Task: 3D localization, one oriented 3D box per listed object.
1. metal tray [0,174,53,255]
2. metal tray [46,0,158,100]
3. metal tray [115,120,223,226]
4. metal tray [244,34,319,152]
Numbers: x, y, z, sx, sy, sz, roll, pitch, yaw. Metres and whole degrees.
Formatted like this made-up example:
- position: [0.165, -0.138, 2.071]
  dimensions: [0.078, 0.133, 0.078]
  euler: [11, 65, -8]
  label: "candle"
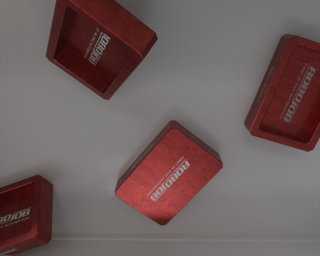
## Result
- position: [-0.212, 0.126, 0.419]
  dimensions: [0.130, 0.090, 0.030]
  euler: [-20, 141, 7]
  label: "metal tray"
- position: [-0.069, -0.085, 0.330]
  dimensions: [0.090, 0.130, 0.030]
  euler: [36, 65, -13]
  label: "metal tray"
- position: [0.011, 0.065, 0.433]
  dimensions: [0.090, 0.030, 0.130]
  euler: [37, 106, -13]
  label: "metal tray"
- position: [0.175, -0.042, 0.394]
  dimensions: [0.091, 0.030, 0.129]
  euler: [16, 109, -6]
  label: "metal tray"
